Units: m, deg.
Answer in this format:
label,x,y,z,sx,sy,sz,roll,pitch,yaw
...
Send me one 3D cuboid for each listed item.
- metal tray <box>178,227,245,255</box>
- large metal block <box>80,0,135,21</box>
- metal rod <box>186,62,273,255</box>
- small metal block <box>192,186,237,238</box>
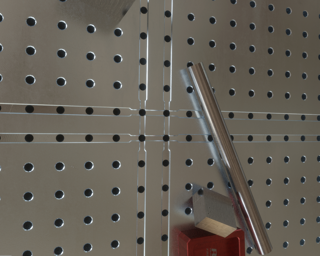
label,x,y,z,sx,sy,sz,roll,pitch,yaw
metal tray,0.075,0.210,0.439,0.091,0.030,0.129,-3,91,-20
large metal block,-0.065,-0.178,0.360,0.080,0.080,0.050,23,83,-19
metal rod,0.103,0.049,0.452,0.025,0.025,0.299,-25,99,-19
small metal block,0.074,0.116,0.427,0.050,0.050,0.025,26,125,-19
